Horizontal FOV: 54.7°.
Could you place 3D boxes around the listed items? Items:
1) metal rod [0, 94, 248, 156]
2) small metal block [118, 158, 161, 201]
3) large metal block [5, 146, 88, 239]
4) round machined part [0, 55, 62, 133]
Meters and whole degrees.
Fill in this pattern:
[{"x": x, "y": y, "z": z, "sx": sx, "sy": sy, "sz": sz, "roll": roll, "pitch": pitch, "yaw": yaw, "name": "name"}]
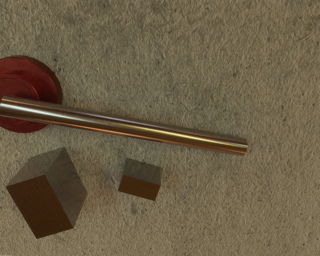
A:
[{"x": -0.032, "y": 0.000, "z": 0.384, "sx": 0.302, "sy": 0.025, "sz": 0.025, "roll": 10, "pitch": 110, "yaw": -14, "name": "metal rod"}, {"x": -0.027, "y": 0.069, "z": 0.422, "sx": 0.050, "sy": 0.050, "sz": 0.025, "roll": 17, "pitch": 109, "yaw": -7, "name": "small metal block"}, {"x": -0.144, "y": 0.082, "z": 0.409, "sx": 0.050, "sy": 0.080, "sz": 0.080, "roll": -18, "pitch": 109, "yaw": 6, "name": "large metal block"}, {"x": -0.177, "y": -0.038, "z": 0.384, "sx": 0.099, "sy": 0.042, "sz": 0.097, "roll": 0, "pitch": 110, "yaw": -1, "name": "round machined part"}]
